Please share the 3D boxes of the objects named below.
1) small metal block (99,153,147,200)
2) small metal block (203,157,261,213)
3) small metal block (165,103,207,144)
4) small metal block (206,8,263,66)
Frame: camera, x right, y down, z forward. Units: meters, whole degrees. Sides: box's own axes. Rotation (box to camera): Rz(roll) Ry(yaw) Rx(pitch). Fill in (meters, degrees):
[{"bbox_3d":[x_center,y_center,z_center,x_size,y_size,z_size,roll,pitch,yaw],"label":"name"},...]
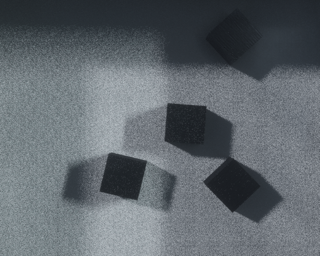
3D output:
[{"bbox_3d":[-0.048,0.063,0.411,0.050,0.025,0.050,13,90,-1],"label":"small metal block"},{"bbox_3d":[0.095,0.075,0.413,0.050,0.025,0.050,-44,91,0],"label":"small metal block"},{"bbox_3d":[0.033,-0.006,0.412,0.050,0.025,0.050,4,90,-1],"label":"small metal block"},{"bbox_3d":[0.098,-0.120,0.413,0.050,0.025,0.050,-43,91,0],"label":"small metal block"}]
